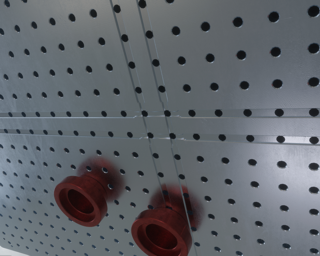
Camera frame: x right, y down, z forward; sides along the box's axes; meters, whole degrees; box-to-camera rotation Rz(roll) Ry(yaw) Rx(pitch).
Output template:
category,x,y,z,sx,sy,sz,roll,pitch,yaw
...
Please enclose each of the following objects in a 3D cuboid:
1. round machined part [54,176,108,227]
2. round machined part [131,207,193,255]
category,x,y,z,sx,sy,sz,roll,pitch,yaw
round machined part,-0.134,0.124,0.548,0.098,0.042,0.097,13,124,21
round machined part,0.006,0.168,0.501,0.098,0.042,0.097,13,124,21
